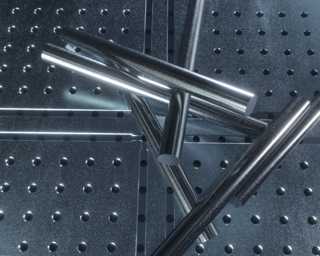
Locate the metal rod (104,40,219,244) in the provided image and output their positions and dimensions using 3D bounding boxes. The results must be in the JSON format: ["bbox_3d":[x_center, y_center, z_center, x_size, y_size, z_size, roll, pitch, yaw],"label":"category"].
[{"bbox_3d":[-0.009,0.004,0.410,0.025,0.025,0.299,-26,72,-9],"label":"metal rod"}]

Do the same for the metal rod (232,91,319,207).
[{"bbox_3d":[0.199,-0.012,0.417,0.301,0.025,0.025,-43,76,-14],"label":"metal rod"}]

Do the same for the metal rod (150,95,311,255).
[{"bbox_3d":[0.082,0.066,0.363,0.025,0.025,0.301,42,72,14],"label":"metal rod"}]

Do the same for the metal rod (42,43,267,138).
[{"bbox_3d":[-0.005,-0.047,0.406,0.301,0.025,0.025,20,71,-2],"label":"metal rod"}]

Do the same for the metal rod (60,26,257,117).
[{"bbox_3d":[-0.023,-0.081,0.389,0.300,0.025,0.025,27,71,30],"label":"metal rod"}]

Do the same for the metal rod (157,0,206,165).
[{"bbox_3d":[0.036,-0.090,0.411,0.025,0.025,0.300,10,58,4],"label":"metal rod"}]
